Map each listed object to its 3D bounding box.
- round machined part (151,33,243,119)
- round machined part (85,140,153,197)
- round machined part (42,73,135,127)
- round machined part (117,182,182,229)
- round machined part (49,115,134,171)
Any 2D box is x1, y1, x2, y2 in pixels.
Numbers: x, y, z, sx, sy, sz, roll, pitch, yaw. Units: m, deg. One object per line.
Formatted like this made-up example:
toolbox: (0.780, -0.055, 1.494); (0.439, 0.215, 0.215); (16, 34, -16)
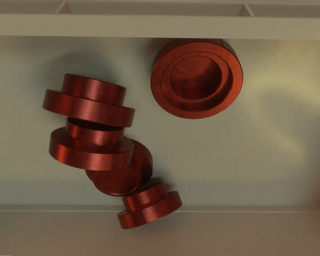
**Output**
round machined part: (0.039, -0.060, 0.347); (0.099, 0.042, 0.097); (0, 130, 0)
round machined part: (-0.060, 0.063, 0.451); (0.099, 0.042, 0.097); (0, 131, 0)
round machined part: (-0.075, -0.032, 0.345); (0.099, 0.098, 0.042); (12, 93, -11)
round machined part: (-0.019, 0.113, 0.471); (0.098, 0.098, 0.042); (-23, 84, 18)
round machined part: (-0.079, 0.012, 0.372); (0.099, 0.098, 0.042); (10, 104, -9)
